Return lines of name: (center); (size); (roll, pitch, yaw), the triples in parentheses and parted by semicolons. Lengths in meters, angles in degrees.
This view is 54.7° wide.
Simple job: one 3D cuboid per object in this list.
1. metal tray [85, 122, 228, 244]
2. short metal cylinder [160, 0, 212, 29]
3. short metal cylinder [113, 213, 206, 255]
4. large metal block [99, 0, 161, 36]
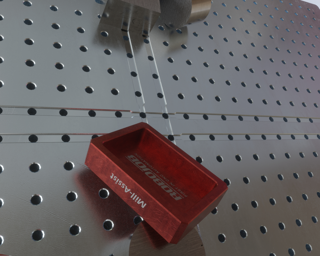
metal tray: (-0.004, 0.049, 0.331); (0.130, 0.030, 0.091); (37, 33, 23)
short metal cylinder: (0.039, -0.214, 0.525); (0.050, 0.080, 0.080); (-28, 77, -37)
short metal cylinder: (-0.002, 0.131, 0.311); (0.081, 0.050, 0.080); (14, 56, -21)
large metal block: (-0.049, -0.202, 0.489); (0.081, 0.050, 0.080); (9, 58, -24)
